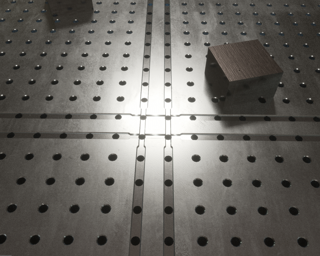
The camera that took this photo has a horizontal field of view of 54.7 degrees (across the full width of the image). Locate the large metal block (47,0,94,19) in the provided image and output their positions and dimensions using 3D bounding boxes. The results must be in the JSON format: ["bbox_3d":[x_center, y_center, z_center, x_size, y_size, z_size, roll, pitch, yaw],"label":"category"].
[{"bbox_3d":[-0.185,-0.268,0.614,0.081,0.050,0.080,-18,53,-15],"label":"large metal block"}]

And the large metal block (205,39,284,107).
[{"bbox_3d":[0.121,-0.083,0.463,0.081,0.050,0.080,-11,51,-10],"label":"large metal block"}]
